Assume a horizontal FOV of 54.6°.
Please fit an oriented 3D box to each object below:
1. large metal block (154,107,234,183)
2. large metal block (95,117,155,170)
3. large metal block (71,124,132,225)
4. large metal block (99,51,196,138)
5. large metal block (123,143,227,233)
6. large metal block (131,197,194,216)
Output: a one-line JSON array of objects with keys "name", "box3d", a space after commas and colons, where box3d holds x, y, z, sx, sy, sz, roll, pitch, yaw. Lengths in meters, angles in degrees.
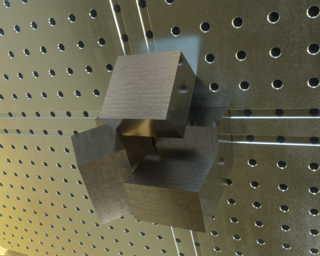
[{"name": "large metal block", "box3d": [0.043, 0.020, 0.385, 0.080, 0.050, 0.080, 3, 120, 27]}, {"name": "large metal block", "box3d": [-0.033, 0.016, 0.423, 0.080, 0.050, 0.080, 7, 122, 25]}, {"name": "large metal block", "box3d": [-0.064, 0.050, 0.366, 0.050, 0.080, 0.080, -20, 117, -13]}, {"name": "large metal block", "box3d": [-0.012, -0.036, 0.350, 0.080, 0.080, 0.050, 2, 158, 27]}, {"name": "large metal block", "box3d": [0.020, 0.059, 0.337, 0.080, 0.080, 0.050, 2, 119, 27]}, {"name": "large metal block", "box3d": [0.017, 0.100, 0.422, 0.080, 0.050, 0.080, 2, 164, 27]}]
